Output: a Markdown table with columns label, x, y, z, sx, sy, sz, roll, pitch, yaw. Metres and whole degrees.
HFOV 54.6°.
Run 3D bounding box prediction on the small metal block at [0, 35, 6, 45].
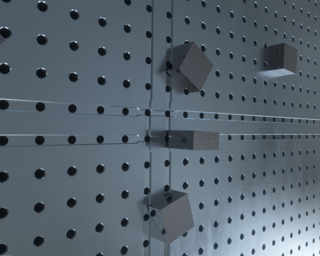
| label | x | y | z | sx | sy | sz | roll | pitch | yaw |
| --- | --- | --- | --- | --- | --- | --- | --- | --- | --- |
| small metal block | -0.163 | -0.081 | 0.256 | 0.025 | 0.050 | 0.050 | -52 | 120 | -27 |

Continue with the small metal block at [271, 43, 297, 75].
| label | x | y | z | sx | sy | sz | roll | pitch | yaw |
| --- | --- | --- | --- | --- | --- | --- | --- | --- | --- |
| small metal block | 0.247 | -0.135 | 0.614 | 0.050 | 0.025 | 0.050 | 7 | 86 | -40 |

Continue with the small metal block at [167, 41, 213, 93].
| label | x | y | z | sx | sy | sz | roll | pitch | yaw |
| --- | --- | --- | --- | --- | --- | --- | --- | --- | --- |
| small metal block | 0.044 | -0.086 | 0.445 | 0.050 | 0.025 | 0.050 | 41 | 65 | -32 |

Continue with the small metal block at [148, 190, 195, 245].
| label | x | y | z | sx | sy | sz | roll | pitch | yaw |
| --- | --- | --- | --- | --- | --- | --- | --- | --- | --- |
| small metal block | 0.017 | 0.120 | 0.422 | 0.050 | 0.025 | 0.050 | -21 | 104 | -38 |

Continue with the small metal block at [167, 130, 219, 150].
| label | x | y | z | sx | sy | sz | roll | pitch | yaw |
| --- | --- | --- | --- | --- | --- | --- | --- | --- | --- |
| small metal block | 0.046 | 0.017 | 0.430 | 0.050 | 0.050 | 0.025 | 4 | 88 | -40 |
